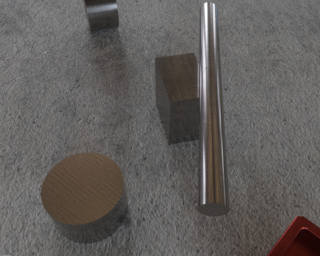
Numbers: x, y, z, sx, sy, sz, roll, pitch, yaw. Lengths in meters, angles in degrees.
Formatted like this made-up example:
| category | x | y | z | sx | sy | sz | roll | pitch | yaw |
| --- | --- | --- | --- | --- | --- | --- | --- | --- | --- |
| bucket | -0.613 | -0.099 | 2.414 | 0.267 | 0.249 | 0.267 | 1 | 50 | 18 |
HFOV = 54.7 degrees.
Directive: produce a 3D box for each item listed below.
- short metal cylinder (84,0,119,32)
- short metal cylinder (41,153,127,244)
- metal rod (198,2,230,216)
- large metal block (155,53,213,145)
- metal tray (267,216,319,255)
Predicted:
| category | x | y | z | sx | sy | sz | roll | pitch | yaw |
| --- | --- | --- | --- | --- | --- | --- | --- | --- | --- |
| short metal cylinder | -0.106 | -0.215 | 0.547 | 0.050 | 0.080 | 0.080 | -13 | 51 | -11 |
| short metal cylinder | -0.076 | 0.073 | 0.325 | 0.081 | 0.050 | 0.080 | 0 | 50 | 0 |
| metal rod | 0.056 | -0.050 | 0.341 | 0.025 | 0.025 | 0.300 | 4 | 51 | 3 |
| large metal block | 0.027 | -0.037 | 0.399 | 0.050 | 0.080 | 0.080 | -10 | 51 | -8 |
| metal tray | 0.154 | 0.154 | 0.271 | 0.130 | 0.030 | 0.091 | 37 | 59 | 27 |
